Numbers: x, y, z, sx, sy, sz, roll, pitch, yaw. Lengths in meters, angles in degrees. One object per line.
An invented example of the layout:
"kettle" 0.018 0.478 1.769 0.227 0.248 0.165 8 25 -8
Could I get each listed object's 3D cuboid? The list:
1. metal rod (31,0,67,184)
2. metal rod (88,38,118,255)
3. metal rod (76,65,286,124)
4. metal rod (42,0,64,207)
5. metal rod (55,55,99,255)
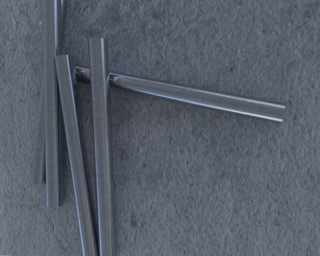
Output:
"metal rod" -0.166 -0.065 0.465 0.025 0.025 0.298 8 93 19
"metal rod" -0.076 0.034 0.418 0.025 0.025 0.298 0 96 19
"metal rod" 0.004 -0.050 0.406 0.301 0.025 0.025 13 95 19
"metal rod" -0.153 -0.034 0.446 0.025 0.025 0.298 4 97 19
"metal rod" -0.113 0.050 0.432 0.025 0.025 0.298 -6 94 19
